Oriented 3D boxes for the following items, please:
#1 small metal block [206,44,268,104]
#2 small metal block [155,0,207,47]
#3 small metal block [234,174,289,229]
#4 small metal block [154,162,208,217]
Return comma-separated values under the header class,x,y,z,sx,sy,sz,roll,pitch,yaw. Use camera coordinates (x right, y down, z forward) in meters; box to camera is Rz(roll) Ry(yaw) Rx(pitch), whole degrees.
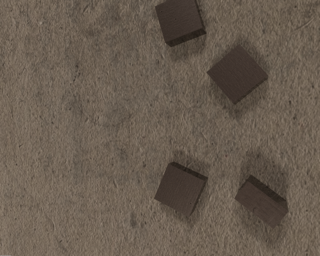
class,x,y,z,sx,sy,sz,roll,pitch,yaw
small metal block,0.094,-0.064,0.376,0.050,0.025,0.050,-41,78,15
small metal block,0.027,-0.139,0.399,0.050,0.025,0.050,-17,85,18
small metal block,0.116,0.082,0.355,0.050,0.050,0.025,37,102,16
small metal block,0.027,0.078,0.399,0.050,0.025,0.050,24,98,18
